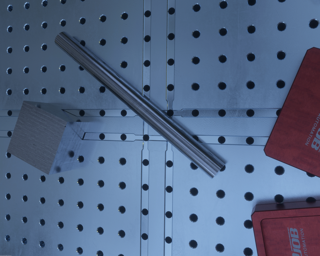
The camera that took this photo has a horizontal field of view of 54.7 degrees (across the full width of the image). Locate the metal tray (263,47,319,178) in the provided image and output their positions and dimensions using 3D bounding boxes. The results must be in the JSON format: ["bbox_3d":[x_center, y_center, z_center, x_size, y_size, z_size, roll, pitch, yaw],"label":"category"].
[{"bbox_3d":[0.184,-0.013,0.345,0.090,0.030,0.129,23,98,18],"label":"metal tray"}]

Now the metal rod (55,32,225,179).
[{"bbox_3d":[-0.037,-0.039,0.425,0.300,0.025,0.025,41,103,15],"label":"metal rod"}]

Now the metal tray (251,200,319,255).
[{"bbox_3d":[0.161,0.153,0.352,0.090,0.030,0.129,-10,87,19],"label":"metal tray"}]

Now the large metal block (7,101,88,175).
[{"bbox_3d":[-0.165,0.013,0.458,0.080,0.050,0.080,24,98,18],"label":"large metal block"}]
